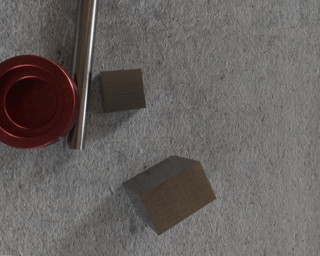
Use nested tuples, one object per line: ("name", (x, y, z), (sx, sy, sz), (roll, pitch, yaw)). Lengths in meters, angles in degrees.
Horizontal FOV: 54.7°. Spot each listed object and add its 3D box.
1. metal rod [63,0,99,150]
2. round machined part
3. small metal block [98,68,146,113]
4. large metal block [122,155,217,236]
("metal rod", (-0.090, -0.124, 0.376), (0.025, 0.025, 0.298), (6, 88, -20))
("round machined part", (-0.137, -0.027, 0.339), (0.099, 0.042, 0.097), (0, 88, 0))
("small metal block", (-0.048, -0.047, 0.392), (0.050, 0.025, 0.050), (-9, 93, -20))
("large metal block", (0.008, 0.078, 0.384), (0.081, 0.080, 0.050), (-27, 100, -18))
